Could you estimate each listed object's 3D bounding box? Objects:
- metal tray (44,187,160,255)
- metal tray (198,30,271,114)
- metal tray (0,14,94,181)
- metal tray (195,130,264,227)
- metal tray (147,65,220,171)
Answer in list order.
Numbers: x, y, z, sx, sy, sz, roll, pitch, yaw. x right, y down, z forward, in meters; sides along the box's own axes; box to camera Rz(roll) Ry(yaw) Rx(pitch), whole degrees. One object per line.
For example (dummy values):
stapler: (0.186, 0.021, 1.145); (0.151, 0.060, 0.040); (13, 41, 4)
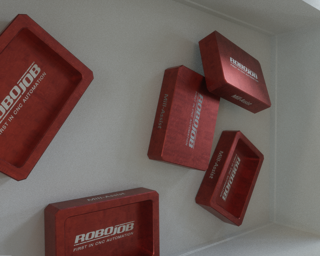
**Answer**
metal tray: (-0.060, 0.123, 0.352); (0.131, 0.030, 0.089); (-1, 91, -40)
metal tray: (0.117, -0.082, 0.476); (0.131, 0.030, 0.090); (17, 57, -42)
metal tray: (-0.133, -0.028, 0.290); (0.090, 0.030, 0.130); (42, 65, -32)
metal tray: (0.116, 0.080, 0.500); (0.090, 0.030, 0.130); (40, 66, -33)
metal tray: (0.038, -0.011, 0.435); (0.091, 0.030, 0.129); (19, 78, -38)
